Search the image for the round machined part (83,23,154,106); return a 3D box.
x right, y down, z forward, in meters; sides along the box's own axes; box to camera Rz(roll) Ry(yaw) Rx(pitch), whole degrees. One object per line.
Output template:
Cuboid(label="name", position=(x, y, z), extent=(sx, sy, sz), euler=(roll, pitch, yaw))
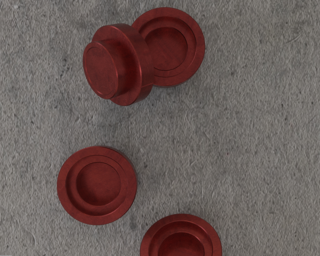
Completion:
Cuboid(label="round machined part", position=(-0.056, -0.072, 0.371), extent=(0.042, 0.098, 0.098), euler=(-26, 90, -39))

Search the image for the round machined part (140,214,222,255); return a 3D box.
Cuboid(label="round machined part", position=(0.027, 0.160, 0.384), extent=(0.099, 0.098, 0.042), euler=(-9, 129, 0))

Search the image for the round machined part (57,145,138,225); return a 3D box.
Cuboid(label="round machined part", position=(-0.078, 0.071, 0.401), extent=(0.099, 0.042, 0.097), euler=(0, 90, 0))

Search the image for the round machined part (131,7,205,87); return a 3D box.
Cuboid(label="round machined part", position=(0.007, -0.100, 0.401), extent=(0.099, 0.042, 0.097), euler=(0, 90, 0))
